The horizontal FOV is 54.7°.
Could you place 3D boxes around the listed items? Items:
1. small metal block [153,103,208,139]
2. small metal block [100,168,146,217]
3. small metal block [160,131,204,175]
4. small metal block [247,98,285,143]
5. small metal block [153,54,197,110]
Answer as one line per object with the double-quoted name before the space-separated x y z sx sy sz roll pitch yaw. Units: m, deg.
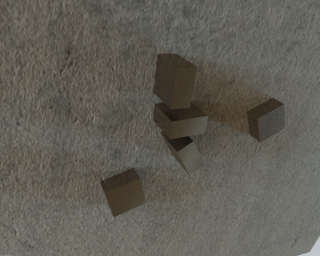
"small metal block" 0.025 -0.012 0.398 0.050 0.050 0.025 -9 123 -24
"small metal block" -0.051 0.091 0.437 0.050 0.025 0.050 -22 127 -16
"small metal block" 0.031 0.029 0.427 0.025 0.050 0.050 -34 129 -7
"small metal block" 0.170 -0.013 0.495 0.050 0.025 0.050 -28 128 -11
"small metal block" 0.016 -0.056 0.366 0.025 0.050 0.050 -7 122 -25
